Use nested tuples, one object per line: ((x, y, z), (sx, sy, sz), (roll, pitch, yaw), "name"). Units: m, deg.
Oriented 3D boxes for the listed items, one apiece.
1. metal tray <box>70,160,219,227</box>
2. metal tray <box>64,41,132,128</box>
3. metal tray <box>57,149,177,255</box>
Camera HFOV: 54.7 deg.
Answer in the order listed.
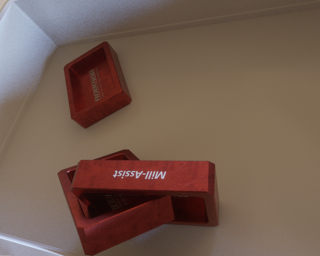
((-0.009, 0.067, 0.309), (0.131, 0.090, 0.030), (-1, 55, 13), "metal tray")
((-0.105, -0.073, 0.502), (0.090, 0.030, 0.130), (-28, 52, 10), "metal tray")
((-0.052, 0.069, 0.330), (0.091, 0.030, 0.130), (-18, 22, -21), "metal tray")
